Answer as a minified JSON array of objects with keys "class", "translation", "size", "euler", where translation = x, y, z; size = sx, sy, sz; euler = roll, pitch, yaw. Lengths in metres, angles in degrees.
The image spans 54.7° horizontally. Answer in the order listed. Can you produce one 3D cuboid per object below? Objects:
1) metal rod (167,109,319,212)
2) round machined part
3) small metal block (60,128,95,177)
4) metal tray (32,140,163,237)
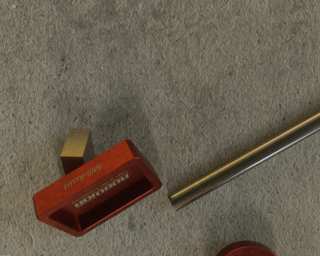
[{"class":"metal rod","translation":[0.147,0.026,0.411],"size":[0.301,0.025,0.025],"euler":[-29,90,-1]},{"class":"round machined part","translation":[0.112,0.195,0.403],"size":[0.099,0.042,0.097],"euler":[0,90,-1]},{"class":"small metal block","translation":[-0.101,0.035,0.386],"size":[0.025,0.050,0.050],"euler":[1,130,0]},{"class":"metal tray","translation":[-0.071,0.077,0.377],"size":[0.130,0.090,0.030],"euler":[-31,53,0]}]
